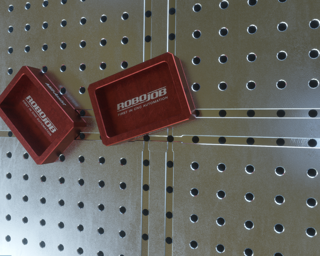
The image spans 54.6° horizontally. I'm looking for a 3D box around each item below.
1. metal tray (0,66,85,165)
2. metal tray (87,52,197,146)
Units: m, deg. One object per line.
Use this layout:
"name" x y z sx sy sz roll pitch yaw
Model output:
"metal tray" -0.187 -0.020 0.476 0.090 0.030 0.130 -46 76 14
"metal tray" -0.026 -0.036 0.419 0.130 0.030 0.090 -18 84 19
